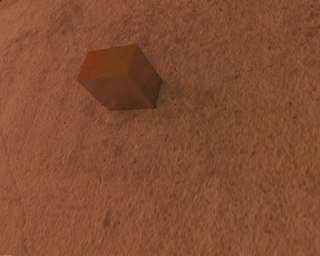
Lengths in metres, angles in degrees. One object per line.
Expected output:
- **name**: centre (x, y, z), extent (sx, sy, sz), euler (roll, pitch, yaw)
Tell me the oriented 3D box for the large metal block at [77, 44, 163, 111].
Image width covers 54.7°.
- **large metal block**: centre (-0.054, -0.067, 0.436), extent (0.080, 0.080, 0.050), euler (-1, 61, 27)
